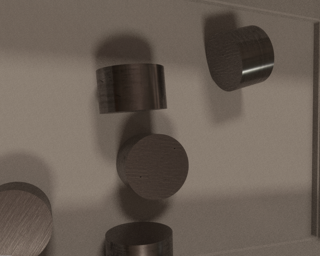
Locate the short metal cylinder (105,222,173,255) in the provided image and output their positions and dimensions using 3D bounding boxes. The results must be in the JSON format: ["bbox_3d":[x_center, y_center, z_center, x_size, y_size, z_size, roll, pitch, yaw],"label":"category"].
[{"bbox_3d":[-0.024,0.151,0.373,0.081,0.080,0.050,-2,91,-20],"label":"short metal cylinder"}]

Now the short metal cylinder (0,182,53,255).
[{"bbox_3d":[-0.161,0.103,0.338,0.081,0.050,0.079,0,90,-21],"label":"short metal cylinder"}]

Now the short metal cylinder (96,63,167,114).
[{"bbox_3d":[-0.033,-0.045,0.370,0.081,0.080,0.050,-5,92,-20],"label":"short metal cylinder"}]

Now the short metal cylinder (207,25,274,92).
[{"bbox_3d":[0.107,-0.095,0.422,0.050,0.080,0.080,-18,96,-19],"label":"short metal cylinder"}]

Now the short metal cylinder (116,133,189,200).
[{"bbox_3d":[-0.011,0.047,0.394,0.081,0.050,0.079,0,90,-21],"label":"short metal cylinder"}]
